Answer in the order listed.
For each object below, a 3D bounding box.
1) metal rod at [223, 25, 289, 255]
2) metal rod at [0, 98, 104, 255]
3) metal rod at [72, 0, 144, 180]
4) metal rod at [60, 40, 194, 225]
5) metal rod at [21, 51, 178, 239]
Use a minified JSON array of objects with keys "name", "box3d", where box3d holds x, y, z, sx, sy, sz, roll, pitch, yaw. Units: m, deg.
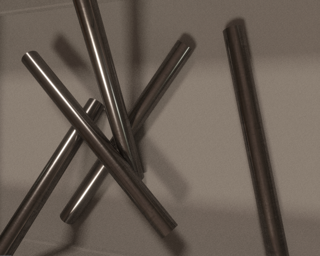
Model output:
[{"name":"metal rod","box3d":[0.116,0.026,0.369,0.025,0.025,0.298,-11,86,19]},{"name":"metal rod","box3d":[-0.156,0.089,0.390,0.025,0.025,0.300,20,68,18]},{"name":"metal rod","box3d":[-0.065,-0.065,0.365,0.025,0.025,0.298,-4,114,20]},{"name":"metal rod","box3d":[-0.051,0.014,0.427,0.025,0.025,0.299,38,102,15]},{"name":"metal rod","box3d":[-0.084,0.012,0.398,0.025,0.025,0.300,-44,77,14]}]
